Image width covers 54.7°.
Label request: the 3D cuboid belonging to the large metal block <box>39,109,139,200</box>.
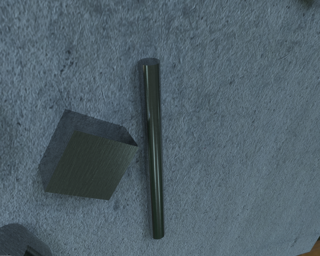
[{"bbox_3d":[-0.085,0.034,0.366,0.081,0.050,0.080,18,109,-36],"label":"large metal block"}]

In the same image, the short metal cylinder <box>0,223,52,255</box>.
[{"bbox_3d":[-0.181,0.165,0.375,0.080,0.080,0.050,-32,129,-8],"label":"short metal cylinder"}]

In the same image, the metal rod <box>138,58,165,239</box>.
[{"bbox_3d":[-0.008,0.049,0.434,0.025,0.025,0.298,-15,125,-20],"label":"metal rod"}]
